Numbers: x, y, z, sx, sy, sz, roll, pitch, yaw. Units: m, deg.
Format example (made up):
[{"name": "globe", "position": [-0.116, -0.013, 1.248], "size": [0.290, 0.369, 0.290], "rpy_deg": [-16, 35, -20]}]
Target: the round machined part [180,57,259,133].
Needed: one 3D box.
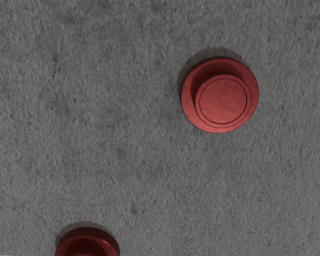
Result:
[{"name": "round machined part", "position": [0.075, -0.038, 0.388], "size": [0.099, 0.042, 0.097], "rpy_deg": [0, 110, -1]}]

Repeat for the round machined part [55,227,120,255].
[{"name": "round machined part", "position": [-0.113, 0.206, 0.475], "size": [0.099, 0.042, 0.097], "rpy_deg": [0, 110, -1]}]
